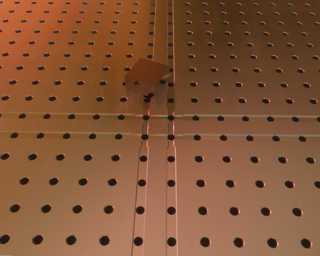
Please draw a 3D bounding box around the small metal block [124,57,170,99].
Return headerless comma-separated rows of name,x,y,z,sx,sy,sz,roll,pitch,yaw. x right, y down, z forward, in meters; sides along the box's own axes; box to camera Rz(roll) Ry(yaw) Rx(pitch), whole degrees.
small metal block,-0.019,-0.077,0.472,0.050,0.025,0.050,20,53,16
